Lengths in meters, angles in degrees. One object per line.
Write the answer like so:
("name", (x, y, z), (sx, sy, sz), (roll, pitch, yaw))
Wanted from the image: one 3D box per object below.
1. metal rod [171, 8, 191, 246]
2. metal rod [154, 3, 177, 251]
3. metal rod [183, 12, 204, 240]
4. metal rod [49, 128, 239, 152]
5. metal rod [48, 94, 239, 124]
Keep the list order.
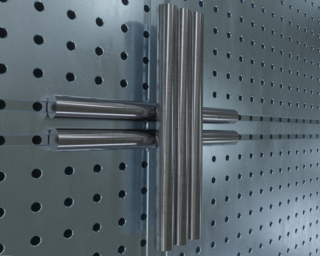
("metal rod", (0.026, -0.002, 0.401), (0.025, 0.025, 0.298), (1, 90, -40))
("metal rod", (0.007, -0.001, 0.385), (0.025, 0.025, 0.298), (1, 90, -40))
("metal rod", (0.045, -0.003, 0.417), (0.025, 0.025, 0.298), (1, 90, -40))
("metal rod", (0.006, 0.014, 0.417), (0.302, 0.025, 0.025), (1, 90, -40))
("metal rod", (0.005, -0.020, 0.415), (0.302, 0.025, 0.025), (1, 90, -40))
